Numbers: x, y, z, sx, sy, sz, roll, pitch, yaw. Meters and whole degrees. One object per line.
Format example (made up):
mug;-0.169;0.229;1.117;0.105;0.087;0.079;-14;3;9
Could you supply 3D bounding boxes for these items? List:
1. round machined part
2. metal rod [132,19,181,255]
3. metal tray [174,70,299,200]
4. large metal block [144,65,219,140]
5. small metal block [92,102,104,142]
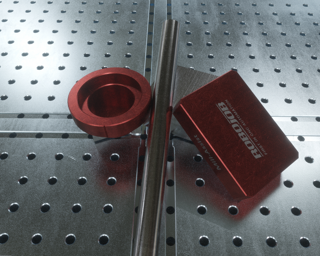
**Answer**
round machined part;-0.058;-0.026;0.378;0.099;0.042;0.098;-2;51;2
metal rod;0.000;0.000;0.351;0.025;0.025;0.299;5;66;4
metal tray;0.088;0.006;0.363;0.091;0.030;0.130;-32;82;-23
large metal block;0.030;-0.036;0.417;0.080;0.050;0.080;18;52;14
small metal block;-0.072;-0.015;0.416;0.050;0.025;0.050;-17;52;-14
